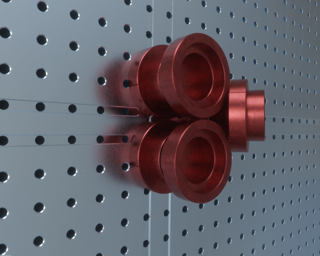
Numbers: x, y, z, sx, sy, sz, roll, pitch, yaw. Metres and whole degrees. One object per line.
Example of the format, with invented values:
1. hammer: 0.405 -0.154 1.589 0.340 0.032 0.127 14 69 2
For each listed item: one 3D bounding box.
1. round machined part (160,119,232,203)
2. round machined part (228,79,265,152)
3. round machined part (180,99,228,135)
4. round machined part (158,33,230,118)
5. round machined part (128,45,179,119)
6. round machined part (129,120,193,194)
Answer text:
1. round machined part: 0.040 0.038 0.375 0.099 0.042 0.097 0 90 -40
2. round machined part: 0.118 -0.016 0.413 0.098 0.042 0.097 -1 90 -72
3. round machined part: 0.080 -0.017 0.464 0.099 0.042 0.097 0 90 -40
4. round machined part: 0.037 -0.060 0.372 0.099 0.042 0.097 0 90 -40
5. round machined part: 0.010 -0.060 0.407 0.099 0.042 0.097 0 90 -40
6. round machined part: 0.011 0.038 0.407 0.099 0.042 0.097 0 90 -40
